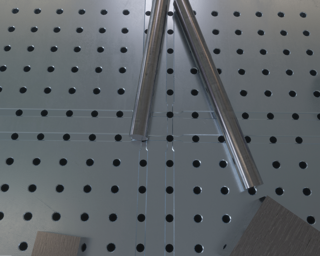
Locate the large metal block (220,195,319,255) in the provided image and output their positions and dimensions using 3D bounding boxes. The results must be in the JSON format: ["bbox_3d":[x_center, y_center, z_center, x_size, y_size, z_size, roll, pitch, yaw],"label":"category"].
[{"bbox_3d":[0.128,0.136,0.350,0.080,0.050,0.080,35,74,12],"label":"large metal block"}]

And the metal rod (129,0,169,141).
[{"bbox_3d":[-0.009,-0.127,0.457,0.025,0.025,0.299,7,70,2],"label":"metal rod"}]

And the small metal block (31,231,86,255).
[{"bbox_3d":[-0.119,0.148,0.357,0.050,0.025,0.050,8,70,2],"label":"small metal block"}]

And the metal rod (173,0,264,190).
[{"bbox_3d":[0.075,-0.061,0.434,0.025,0.025,0.299,-15,71,-6],"label":"metal rod"}]
